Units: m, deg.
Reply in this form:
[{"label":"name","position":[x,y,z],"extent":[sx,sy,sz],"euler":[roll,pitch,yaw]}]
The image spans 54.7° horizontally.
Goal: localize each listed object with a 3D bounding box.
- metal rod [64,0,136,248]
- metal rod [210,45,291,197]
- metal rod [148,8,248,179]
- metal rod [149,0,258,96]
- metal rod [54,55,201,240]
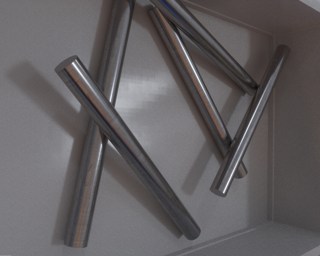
[{"label":"metal rod","position":[-0.065,-0.021,0.353],"extent":[0.025,0.025,0.299],"euler":[17,80,-39]},{"label":"metal rod","position":[0.154,-0.025,0.504],"extent":[0.025,0.025,0.300],"euler":[46,62,-31]},{"label":"metal rod","position":[0.066,-0.040,0.463],"extent":[0.025,0.025,0.299],"euler":[-46,118,-30]},{"label":"metal rod","position":[0.070,-0.120,0.444],"extent":[0.301,0.025,0.025],"euler":[29,72,-44]},{"label":"metal rod","position":[-0.020,0.046,0.368],"extent":[0.025,0.025,0.299],"euler":[-52,128,-27]}]
